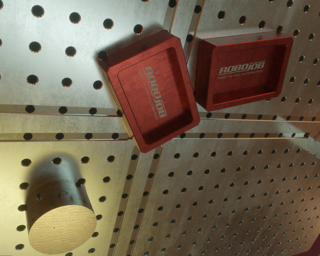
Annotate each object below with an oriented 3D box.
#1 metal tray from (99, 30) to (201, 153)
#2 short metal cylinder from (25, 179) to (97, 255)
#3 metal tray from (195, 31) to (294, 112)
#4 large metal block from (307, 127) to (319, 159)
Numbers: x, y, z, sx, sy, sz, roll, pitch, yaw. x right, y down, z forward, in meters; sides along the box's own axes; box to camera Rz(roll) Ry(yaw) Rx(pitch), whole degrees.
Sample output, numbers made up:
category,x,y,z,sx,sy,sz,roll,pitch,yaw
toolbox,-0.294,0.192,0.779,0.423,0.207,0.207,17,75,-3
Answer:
category,x,y,z,sx,sy,sz,roll,pitch,yaw
metal tray,-0.007,-0.040,0.380,0.090,0.030,0.129,-28,128,-11
short metal cylinder,-0.127,0.113,0.397,0.081,0.050,0.079,-14,125,-21
metal tray,0.114,-0.078,0.423,0.131,0.030,0.089,-13,124,-22
large metal block,0.342,0.029,0.585,0.080,0.080,0.050,-32,129,-8
